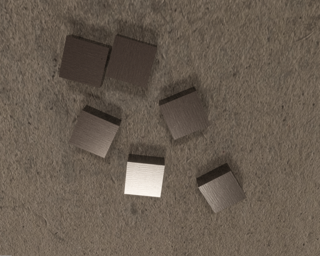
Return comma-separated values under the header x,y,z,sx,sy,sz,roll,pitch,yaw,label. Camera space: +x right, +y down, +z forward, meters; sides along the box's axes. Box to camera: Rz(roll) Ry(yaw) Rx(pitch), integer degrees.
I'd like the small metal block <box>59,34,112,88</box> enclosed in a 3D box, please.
x,y,z,sx,sy,sz,roll,pitch,yaw,label
-0.091,-0.082,0.378,0.050,0.025,0.050,15,109,-6,small metal block

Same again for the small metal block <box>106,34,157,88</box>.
x,y,z,sx,sy,sz,roll,pitch,yaw,label
-0.034,-0.082,0.379,0.050,0.025,0.050,15,109,-6,small metal block

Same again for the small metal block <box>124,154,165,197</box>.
x,y,z,sx,sy,sz,roll,pitch,yaw,label
-0.022,0.067,0.434,0.050,0.025,0.050,6,110,-3,small metal block

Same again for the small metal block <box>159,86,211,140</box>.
x,y,z,sx,sy,sz,roll,pitch,yaw,label
0.032,-0.020,0.403,0.050,0.025,0.050,-22,109,7,small metal block

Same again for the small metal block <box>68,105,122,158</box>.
x,y,z,sx,sy,sz,roll,pitch,yaw,label
-0.085,0.004,0.410,0.050,0.025,0.050,24,108,-9,small metal block

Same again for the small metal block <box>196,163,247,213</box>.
x,y,z,sx,sy,sz,roll,pitch,yaw,label
0.087,0.086,0.443,0.050,0.025,0.050,-29,108,10,small metal block
